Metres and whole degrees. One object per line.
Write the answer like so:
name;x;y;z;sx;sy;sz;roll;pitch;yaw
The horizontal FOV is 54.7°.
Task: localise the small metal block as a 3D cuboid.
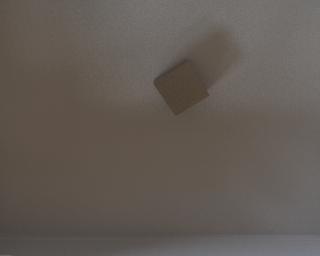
small metal block;0.027;-0.051;0.393;0.050;0.025;0.050;-32;108;10
